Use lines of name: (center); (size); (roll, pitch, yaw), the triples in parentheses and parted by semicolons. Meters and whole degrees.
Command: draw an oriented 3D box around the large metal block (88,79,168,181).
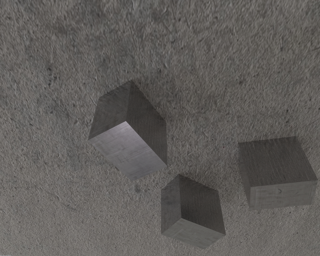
large metal block: (-0.034, 0.003, 0.373); (0.050, 0.080, 0.080); (-26, 126, 20)

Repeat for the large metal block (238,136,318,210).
large metal block: (0.156, 0.061, 0.424); (0.080, 0.080, 0.050); (-7, 130, 6)

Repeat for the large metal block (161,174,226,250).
large metal block: (0.049, 0.130, 0.482); (0.080, 0.080, 0.050); (27, 125, -21)
